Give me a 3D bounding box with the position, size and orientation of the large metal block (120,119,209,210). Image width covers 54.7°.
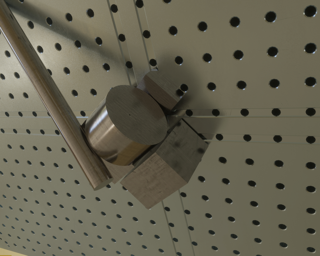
[{"bbox_3d":[0.007,0.046,0.397,0.050,0.080,0.080,44,129,-3],"label":"large metal block"}]

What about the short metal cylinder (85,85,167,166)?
[{"bbox_3d":[-0.039,-0.003,0.360,0.080,0.080,0.050,45,129,-4],"label":"short metal cylinder"}]

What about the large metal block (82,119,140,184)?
[{"bbox_3d":[-0.056,0.013,0.413,0.080,0.080,0.050,44,129,-3],"label":"large metal block"}]

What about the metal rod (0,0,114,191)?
[{"bbox_3d":[-0.145,-0.056,0.383,0.299,0.025,0.025,55,131,16],"label":"metal rod"}]

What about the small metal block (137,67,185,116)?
[{"bbox_3d":[-0.005,-0.038,0.390,0.050,0.025,0.050,41,129,-1],"label":"small metal block"}]
